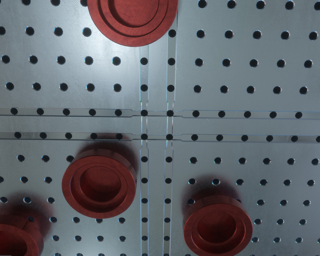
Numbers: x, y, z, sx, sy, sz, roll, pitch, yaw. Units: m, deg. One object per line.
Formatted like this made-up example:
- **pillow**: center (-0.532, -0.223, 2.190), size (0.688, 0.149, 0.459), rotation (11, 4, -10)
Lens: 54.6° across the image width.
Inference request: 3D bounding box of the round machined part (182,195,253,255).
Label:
- **round machined part**: center (0.082, 0.140, 0.457), size (0.099, 0.042, 0.097), rotation (0, 110, 0)

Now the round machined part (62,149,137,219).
- **round machined part**: center (-0.081, 0.073, 0.431), size (0.099, 0.042, 0.097), rotation (0, 110, 0)

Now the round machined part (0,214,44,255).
- **round machined part**: center (-0.224, 0.170, 0.465), size (0.099, 0.042, 0.097), rotation (0, 110, 0)

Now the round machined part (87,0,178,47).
- **round machined part**: center (-0.029, -0.144, 0.351), size (0.099, 0.042, 0.097), rotation (0, 110, 0)
